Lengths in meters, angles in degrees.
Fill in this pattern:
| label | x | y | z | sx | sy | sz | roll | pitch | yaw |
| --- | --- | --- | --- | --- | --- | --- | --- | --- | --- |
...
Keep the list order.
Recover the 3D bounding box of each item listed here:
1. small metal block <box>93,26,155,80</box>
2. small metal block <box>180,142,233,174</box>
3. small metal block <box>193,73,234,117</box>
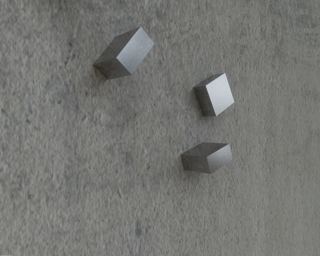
| label | x | y | z | sx | sy | sz | roll | pitch | yaw |
| --- | --- | --- | --- | --- | --- | --- | --- | --- | --- |
| small metal block | -0.042 | -0.084 | 0.355 | 0.025 | 0.050 | 0.050 | 47 | 62 | -31 |
| small metal block | 0.067 | 0.042 | 0.447 | 0.050 | 0.050 | 0.025 | -24 | 105 | -38 |
| small metal block | 0.084 | -0.051 | 0.478 | 0.050 | 0.025 | 0.050 | -35 | 112 | -35 |
